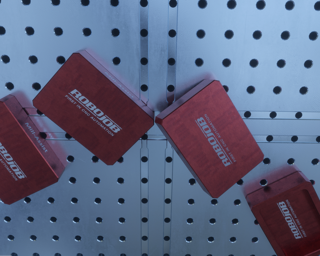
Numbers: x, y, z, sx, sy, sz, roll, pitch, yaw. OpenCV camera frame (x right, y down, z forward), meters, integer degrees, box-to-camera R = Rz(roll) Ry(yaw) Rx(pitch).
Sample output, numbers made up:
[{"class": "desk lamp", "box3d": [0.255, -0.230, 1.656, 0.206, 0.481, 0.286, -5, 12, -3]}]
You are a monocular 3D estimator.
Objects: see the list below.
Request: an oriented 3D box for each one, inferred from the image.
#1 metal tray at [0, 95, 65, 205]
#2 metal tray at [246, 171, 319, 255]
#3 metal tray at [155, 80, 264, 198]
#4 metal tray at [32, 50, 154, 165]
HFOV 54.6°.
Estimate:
[{"class": "metal tray", "box3d": [-0.205, 0.032, 0.421, 0.090, 0.030, 0.130, -26, 108, 9]}, {"class": "metal tray", "box3d": [0.198, 0.139, 0.463, 0.090, 0.030, 0.130, -29, 108, 10]}, {"class": "metal tray", "box3d": [0.066, 0.014, 0.401, 0.090, 0.030, 0.130, -38, 107, -9]}, {"class": "metal tray", "box3d": [-0.082, -0.024, 0.401, 0.130, 0.030, 0.090, 42, 105, -14]}]
